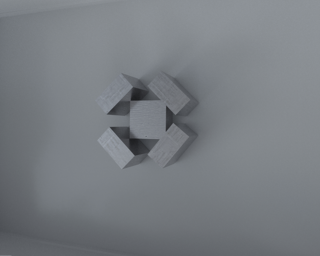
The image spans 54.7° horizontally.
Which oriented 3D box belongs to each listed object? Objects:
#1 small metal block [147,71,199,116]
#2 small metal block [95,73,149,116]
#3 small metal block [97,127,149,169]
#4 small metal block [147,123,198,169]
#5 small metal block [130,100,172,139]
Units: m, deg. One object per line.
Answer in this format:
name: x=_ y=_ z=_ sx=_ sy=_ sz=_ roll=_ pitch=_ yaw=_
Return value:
small metal block: x=0.018 y=-0.042 z=0.388 sx=0.025 sy=0.050 sz=0.050 roll=-46 pitch=77 yaw=13
small metal block: x=-0.049 y=-0.043 z=0.412 sx=0.050 sy=0.050 sz=0.025 roll=-44 pitch=76 yaw=15
small metal block: x=-0.047 y=0.025 z=0.412 sx=0.050 sy=0.050 sz=0.025 roll=47 pitch=105 yaw=14
small metal block: x=0.017 y=0.021 z=0.388 sx=0.025 sy=0.050 sz=0.050 roll=42 pitch=102 yaw=14
small metal block: x=-0.012 y=-0.011 z=0.412 sx=0.050 sy=0.025 sz=0.050 roll=1 pitch=90 yaw=20
